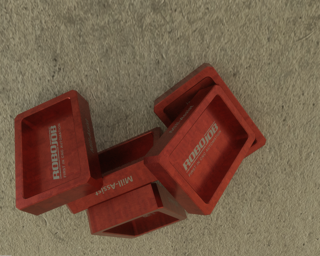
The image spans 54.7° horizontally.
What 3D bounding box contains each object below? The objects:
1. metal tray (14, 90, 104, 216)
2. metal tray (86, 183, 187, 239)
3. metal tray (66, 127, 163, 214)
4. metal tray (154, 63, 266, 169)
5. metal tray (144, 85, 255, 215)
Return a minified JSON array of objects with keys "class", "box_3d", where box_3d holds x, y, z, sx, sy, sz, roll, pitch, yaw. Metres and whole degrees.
[{"class":"metal tray","box_3d":[-0.124,0.026,0.368,0.090,0.130,0.030,-23,147,7]},{"class":"metal tray","box_3d":[-0.024,0.113,0.406,0.090,0.130,0.030,-23,64,8]},{"class":"metal tray","box_3d":[-0.053,0.050,0.394,0.130,0.090,0.030,-23,109,8]},{"class":"metal tray","box_3d":[0.065,-0.007,0.406,0.090,0.030,0.130,-37,107,12]},{"class":"metal tray","box_3d":[0.052,0.023,0.361,0.090,0.030,0.130,50,58,-16]}]
